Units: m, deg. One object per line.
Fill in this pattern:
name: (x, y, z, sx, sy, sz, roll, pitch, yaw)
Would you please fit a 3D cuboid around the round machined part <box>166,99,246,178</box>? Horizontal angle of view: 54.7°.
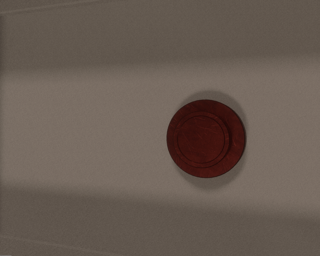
round machined part: (0.054, 0.013, 0.382, 0.098, 0.042, 0.097, 0, 90, 19)
